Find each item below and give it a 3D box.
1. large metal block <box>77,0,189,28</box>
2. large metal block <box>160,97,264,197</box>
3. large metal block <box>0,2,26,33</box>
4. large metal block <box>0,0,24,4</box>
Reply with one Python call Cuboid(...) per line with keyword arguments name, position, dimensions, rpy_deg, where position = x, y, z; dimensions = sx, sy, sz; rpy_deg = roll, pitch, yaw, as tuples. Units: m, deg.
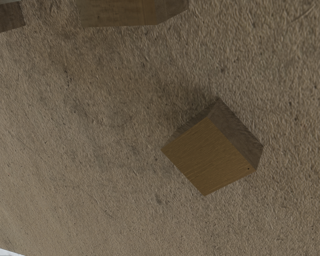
Cuboid(name="large metal block", position=(-0.025, -0.133, 0.302), dimensions=(0.080, 0.080, 0.050), rpy_deg=(7, 121, 25))
Cuboid(name="large metal block", position=(0.062, 0.024, 0.373), dimensions=(0.080, 0.050, 0.080), rpy_deg=(47, 129, -5))
Cuboid(name="large metal block", position=(-0.238, -0.171, 0.411), dimensions=(0.080, 0.050, 0.079), rpy_deg=(8, 122, 24))
Cuboid(name="large metal block", position=(-0.164, -0.172, 0.351), dimensions=(0.080, 0.080, 0.050), rpy_deg=(3, 120, 26))
